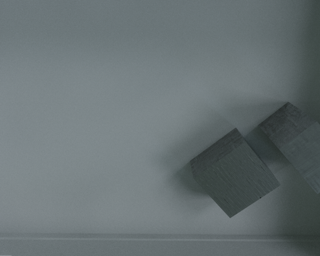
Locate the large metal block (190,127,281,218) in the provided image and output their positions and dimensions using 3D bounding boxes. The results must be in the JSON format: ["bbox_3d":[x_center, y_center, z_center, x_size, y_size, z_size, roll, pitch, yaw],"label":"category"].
[{"bbox_3d":[0.100,0.060,0.421,0.080,0.050,0.080,-38,106,13],"label":"large metal block"}]

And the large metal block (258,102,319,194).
[{"bbox_3d":[0.180,0.022,0.391,0.050,0.080,0.080,-40,105,13],"label":"large metal block"}]
